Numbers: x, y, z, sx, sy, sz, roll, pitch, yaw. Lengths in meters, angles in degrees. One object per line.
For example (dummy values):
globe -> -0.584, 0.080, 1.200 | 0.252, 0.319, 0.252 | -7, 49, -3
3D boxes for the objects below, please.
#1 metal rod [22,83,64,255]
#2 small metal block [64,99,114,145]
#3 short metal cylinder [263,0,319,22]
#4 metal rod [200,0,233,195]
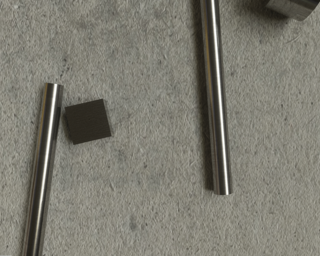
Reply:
metal rod -> -0.158, 0.091, 0.408 | 0.025, 0.025, 0.298 | 7, 90, 0
small metal block -> -0.092, -0.008, 0.409 | 0.050, 0.025, 0.050 | -13, 90, 0
short metal cylinder -> 0.171, -0.181, 0.384 | 0.050, 0.080, 0.080 | 22, 90, 0
metal rod -> 0.073, -0.063, 0.410 | 0.025, 0.025, 0.298 | -4, 90, 0
